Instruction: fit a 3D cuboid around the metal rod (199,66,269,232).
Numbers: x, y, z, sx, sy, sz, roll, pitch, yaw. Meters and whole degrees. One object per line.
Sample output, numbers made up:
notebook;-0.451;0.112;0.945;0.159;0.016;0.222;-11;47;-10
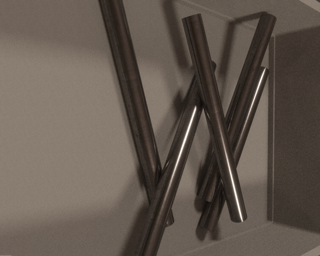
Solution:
metal rod;0.129;0.024;0.517;0.025;0.025;0.300;38;67;-34

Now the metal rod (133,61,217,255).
metal rod;0.026;0.029;0.404;0.025;0.025;0.300;40;58;-33

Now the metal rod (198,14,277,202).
metal rod;0.119;-0.032;0.476;0.025;0.025;0.299;22;86;-38

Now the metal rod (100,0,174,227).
metal rod;-0.026;-0.016;0.386;0.025;0.025;0.298;-22;104;-38

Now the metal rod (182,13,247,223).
metal rod;0.079;-0.003;0.430;0.025;0.025;0.298;-27;108;-37
